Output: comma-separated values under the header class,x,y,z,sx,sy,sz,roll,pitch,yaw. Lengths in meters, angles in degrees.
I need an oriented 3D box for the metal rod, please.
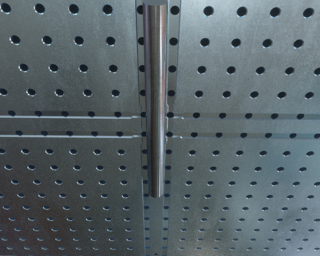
class,x,y,z,sx,sy,sz,roll,pitch,yaw
metal rod,-0.006,-0.011,0.402,0.025,0.025,0.298,0,130,0
